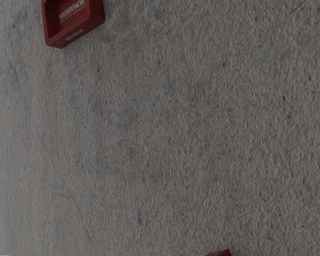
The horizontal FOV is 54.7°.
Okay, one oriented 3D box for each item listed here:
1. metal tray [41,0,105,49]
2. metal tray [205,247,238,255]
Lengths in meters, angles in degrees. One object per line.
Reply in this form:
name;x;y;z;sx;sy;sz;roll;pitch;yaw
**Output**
metal tray;-0.151;-0.200;0.526;0.130;0.030;0.090;-14;81;39
metal tray;0.050;0.186;0.313;0.030;0.131;0.090;-32;70;37
